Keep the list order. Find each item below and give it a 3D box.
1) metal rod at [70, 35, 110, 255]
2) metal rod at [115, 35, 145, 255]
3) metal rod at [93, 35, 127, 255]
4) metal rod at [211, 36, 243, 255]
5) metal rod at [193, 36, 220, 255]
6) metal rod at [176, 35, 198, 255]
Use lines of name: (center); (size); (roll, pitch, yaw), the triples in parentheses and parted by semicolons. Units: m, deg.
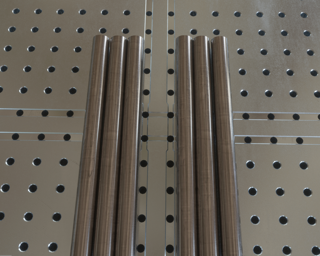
metal rod: (-0.089, 0.010, 0.407); (0.025, 0.025, 0.299); (1, 70, 0)
metal rod: (-0.038, 0.011, 0.407); (0.025, 0.025, 0.299); (1, 70, 0)
metal rod: (-0.063, 0.011, 0.407); (0.025, 0.025, 0.299); (1, 70, 0)
metal rod: (0.085, 0.012, 0.407); (0.025, 0.025, 0.299); (1, 70, 0)
metal rod: (0.058, 0.011, 0.407); (0.025, 0.025, 0.299); (1, 70, 0)
metal rod: (0.033, 0.011, 0.407); (0.025, 0.025, 0.299); (1, 70, 0)
